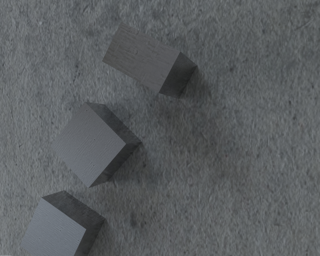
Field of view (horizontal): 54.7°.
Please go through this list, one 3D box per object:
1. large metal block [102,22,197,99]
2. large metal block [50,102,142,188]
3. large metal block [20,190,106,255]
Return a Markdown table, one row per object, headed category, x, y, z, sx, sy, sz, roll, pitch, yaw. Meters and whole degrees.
| category | x | y | z | sx | sy | sz | roll | pitch | yaw |
| --- | --- | --- | --- | --- | --- | --- | --- | --- | --- |
| large metal block | -0.009 | -0.080 | 0.382 | 0.080 | 0.080 | 0.050 | 31 | 100 | 17 |
| large metal block | -0.087 | 0.022 | 0.425 | 0.080 | 0.050 | 0.080 | 44 | 103 | 14 |
| large metal block | -0.138 | 0.149 | 0.443 | 0.080 | 0.050 | 0.080 | 29 | 99 | 17 |
